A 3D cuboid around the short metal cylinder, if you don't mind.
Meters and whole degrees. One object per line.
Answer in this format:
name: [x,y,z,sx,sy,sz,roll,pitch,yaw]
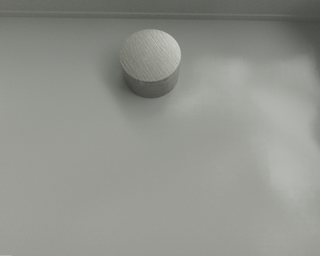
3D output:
short metal cylinder: [-0.013,-0.088,0.428,0.080,0.050,0.080,0,70,0]
